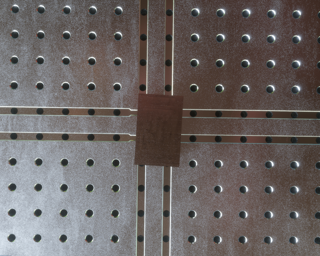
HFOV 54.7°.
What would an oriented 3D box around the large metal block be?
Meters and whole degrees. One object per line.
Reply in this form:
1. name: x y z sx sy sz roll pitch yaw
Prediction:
1. large metal block: -0.001 0.002 0.385 0.050 0.080 0.079 3 90 0
